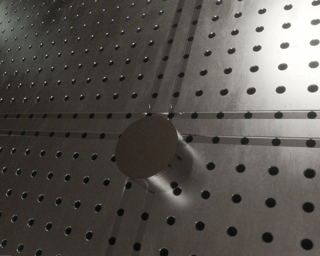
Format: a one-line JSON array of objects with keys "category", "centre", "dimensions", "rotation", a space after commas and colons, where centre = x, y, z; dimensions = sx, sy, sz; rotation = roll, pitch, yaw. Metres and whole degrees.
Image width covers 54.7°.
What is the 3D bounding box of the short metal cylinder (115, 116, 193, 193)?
[{"category": "short metal cylinder", "centre": [-0.006, 0.032, 0.375], "dimensions": [0.080, 0.050, 0.080], "rotation": [-13, 57, 21]}]
